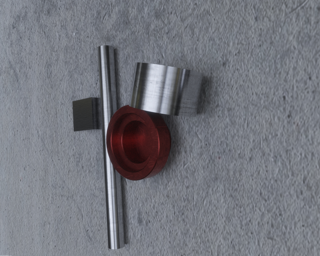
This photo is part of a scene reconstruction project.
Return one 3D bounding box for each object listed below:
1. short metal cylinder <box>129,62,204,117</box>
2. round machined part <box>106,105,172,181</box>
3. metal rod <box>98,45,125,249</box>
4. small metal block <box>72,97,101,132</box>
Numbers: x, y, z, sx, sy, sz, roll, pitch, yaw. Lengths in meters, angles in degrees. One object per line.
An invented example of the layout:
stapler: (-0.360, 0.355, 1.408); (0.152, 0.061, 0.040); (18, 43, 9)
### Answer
short metal cylinder: (0.007, -0.045, 0.363); (0.080, 0.081, 0.050); (16, 100, 39)
round machined part: (-0.024, 0.018, 0.412); (0.098, 0.042, 0.097); (3, 94, 41)
metal rod: (-0.073, 0.026, 0.465); (0.025, 0.025, 0.298); (-6, 86, 40)
small metal block: (-0.115, -0.021, 0.500); (0.050, 0.025, 0.050); (-6, 86, 40)
